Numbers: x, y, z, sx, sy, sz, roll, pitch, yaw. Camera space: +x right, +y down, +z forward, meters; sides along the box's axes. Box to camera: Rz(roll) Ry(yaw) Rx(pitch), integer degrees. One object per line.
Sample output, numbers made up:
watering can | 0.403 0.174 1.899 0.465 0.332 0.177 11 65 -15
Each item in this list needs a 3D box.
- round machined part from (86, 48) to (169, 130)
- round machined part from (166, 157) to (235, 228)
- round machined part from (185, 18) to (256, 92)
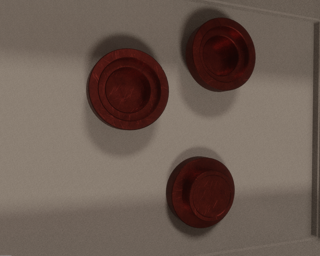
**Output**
round machined part | -0.042 -0.046 0.387 0.099 0.042 0.097 0 90 -21
round machined part | 0.062 0.089 0.426 0.099 0.042 0.097 0 90 -21
round machined part | 0.080 -0.099 0.432 0.099 0.042 0.097 0 90 -21
